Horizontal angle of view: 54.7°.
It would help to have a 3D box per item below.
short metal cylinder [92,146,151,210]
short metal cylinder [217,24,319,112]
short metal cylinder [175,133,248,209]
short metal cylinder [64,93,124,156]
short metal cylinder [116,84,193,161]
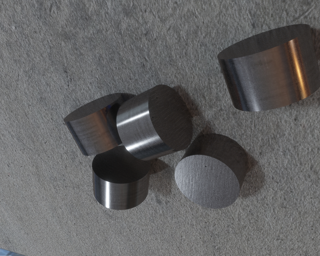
[{"bbox_3d":[-0.055,0.070,0.443,0.080,0.080,0.050,18,126,18],"label":"short metal cylinder"},{"bbox_3d":[0.099,-0.056,0.284,0.080,0.080,0.050,-10,113,32],"label":"short metal cylinder"},{"bbox_3d":[0.065,0.054,0.389,0.080,0.050,0.079,13,124,21],"label":"short metal cylinder"},{"bbox_3d":[-0.078,-0.006,0.408,0.080,0.080,0.050,-11,113,33],"label":"short metal cylinder"},{"bbox_3d":[-0.005,-0.006,0.370,0.050,0.080,0.080,-22,107,36],"label":"short metal cylinder"}]
